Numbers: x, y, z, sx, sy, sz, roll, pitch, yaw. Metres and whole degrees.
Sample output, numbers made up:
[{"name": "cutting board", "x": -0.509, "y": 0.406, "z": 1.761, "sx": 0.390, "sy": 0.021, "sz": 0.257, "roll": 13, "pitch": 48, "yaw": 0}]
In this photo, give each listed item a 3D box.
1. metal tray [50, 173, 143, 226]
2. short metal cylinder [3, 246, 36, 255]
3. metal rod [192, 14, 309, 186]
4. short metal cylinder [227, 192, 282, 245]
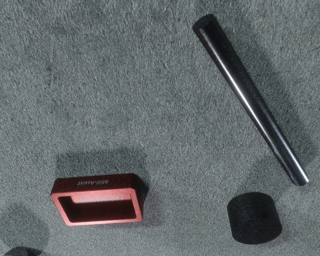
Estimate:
[{"name": "metal tray", "x": -0.098, "y": 0.118, "z": 0.502, "sx": 0.131, "sy": 0.030, "sz": 0.089, "roll": -5, "pitch": 130, "yaw": 3}, {"name": "short metal cylinder", "x": -0.278, "y": 0.283, "z": 0.609, "sx": 0.080, "sy": 0.080, "sz": 0.050, "roll": -19, "pitch": 128, "yaw": 15}, {"name": "metal rod", "x": 0.130, "y": -0.015, "z": 0.395, "sx": 0.025, "sy": 0.025, "sz": 0.300, "roll": -28, "pitch": 125, "yaw": 22}, {"name": "short metal cylinder", "x": 0.158, "y": 0.153, "z": 0.523, "sx": 0.081, "sy": 0.050, "sz": 0.079, "roll": 0, "pitch": 130, "yaw": 0}]
